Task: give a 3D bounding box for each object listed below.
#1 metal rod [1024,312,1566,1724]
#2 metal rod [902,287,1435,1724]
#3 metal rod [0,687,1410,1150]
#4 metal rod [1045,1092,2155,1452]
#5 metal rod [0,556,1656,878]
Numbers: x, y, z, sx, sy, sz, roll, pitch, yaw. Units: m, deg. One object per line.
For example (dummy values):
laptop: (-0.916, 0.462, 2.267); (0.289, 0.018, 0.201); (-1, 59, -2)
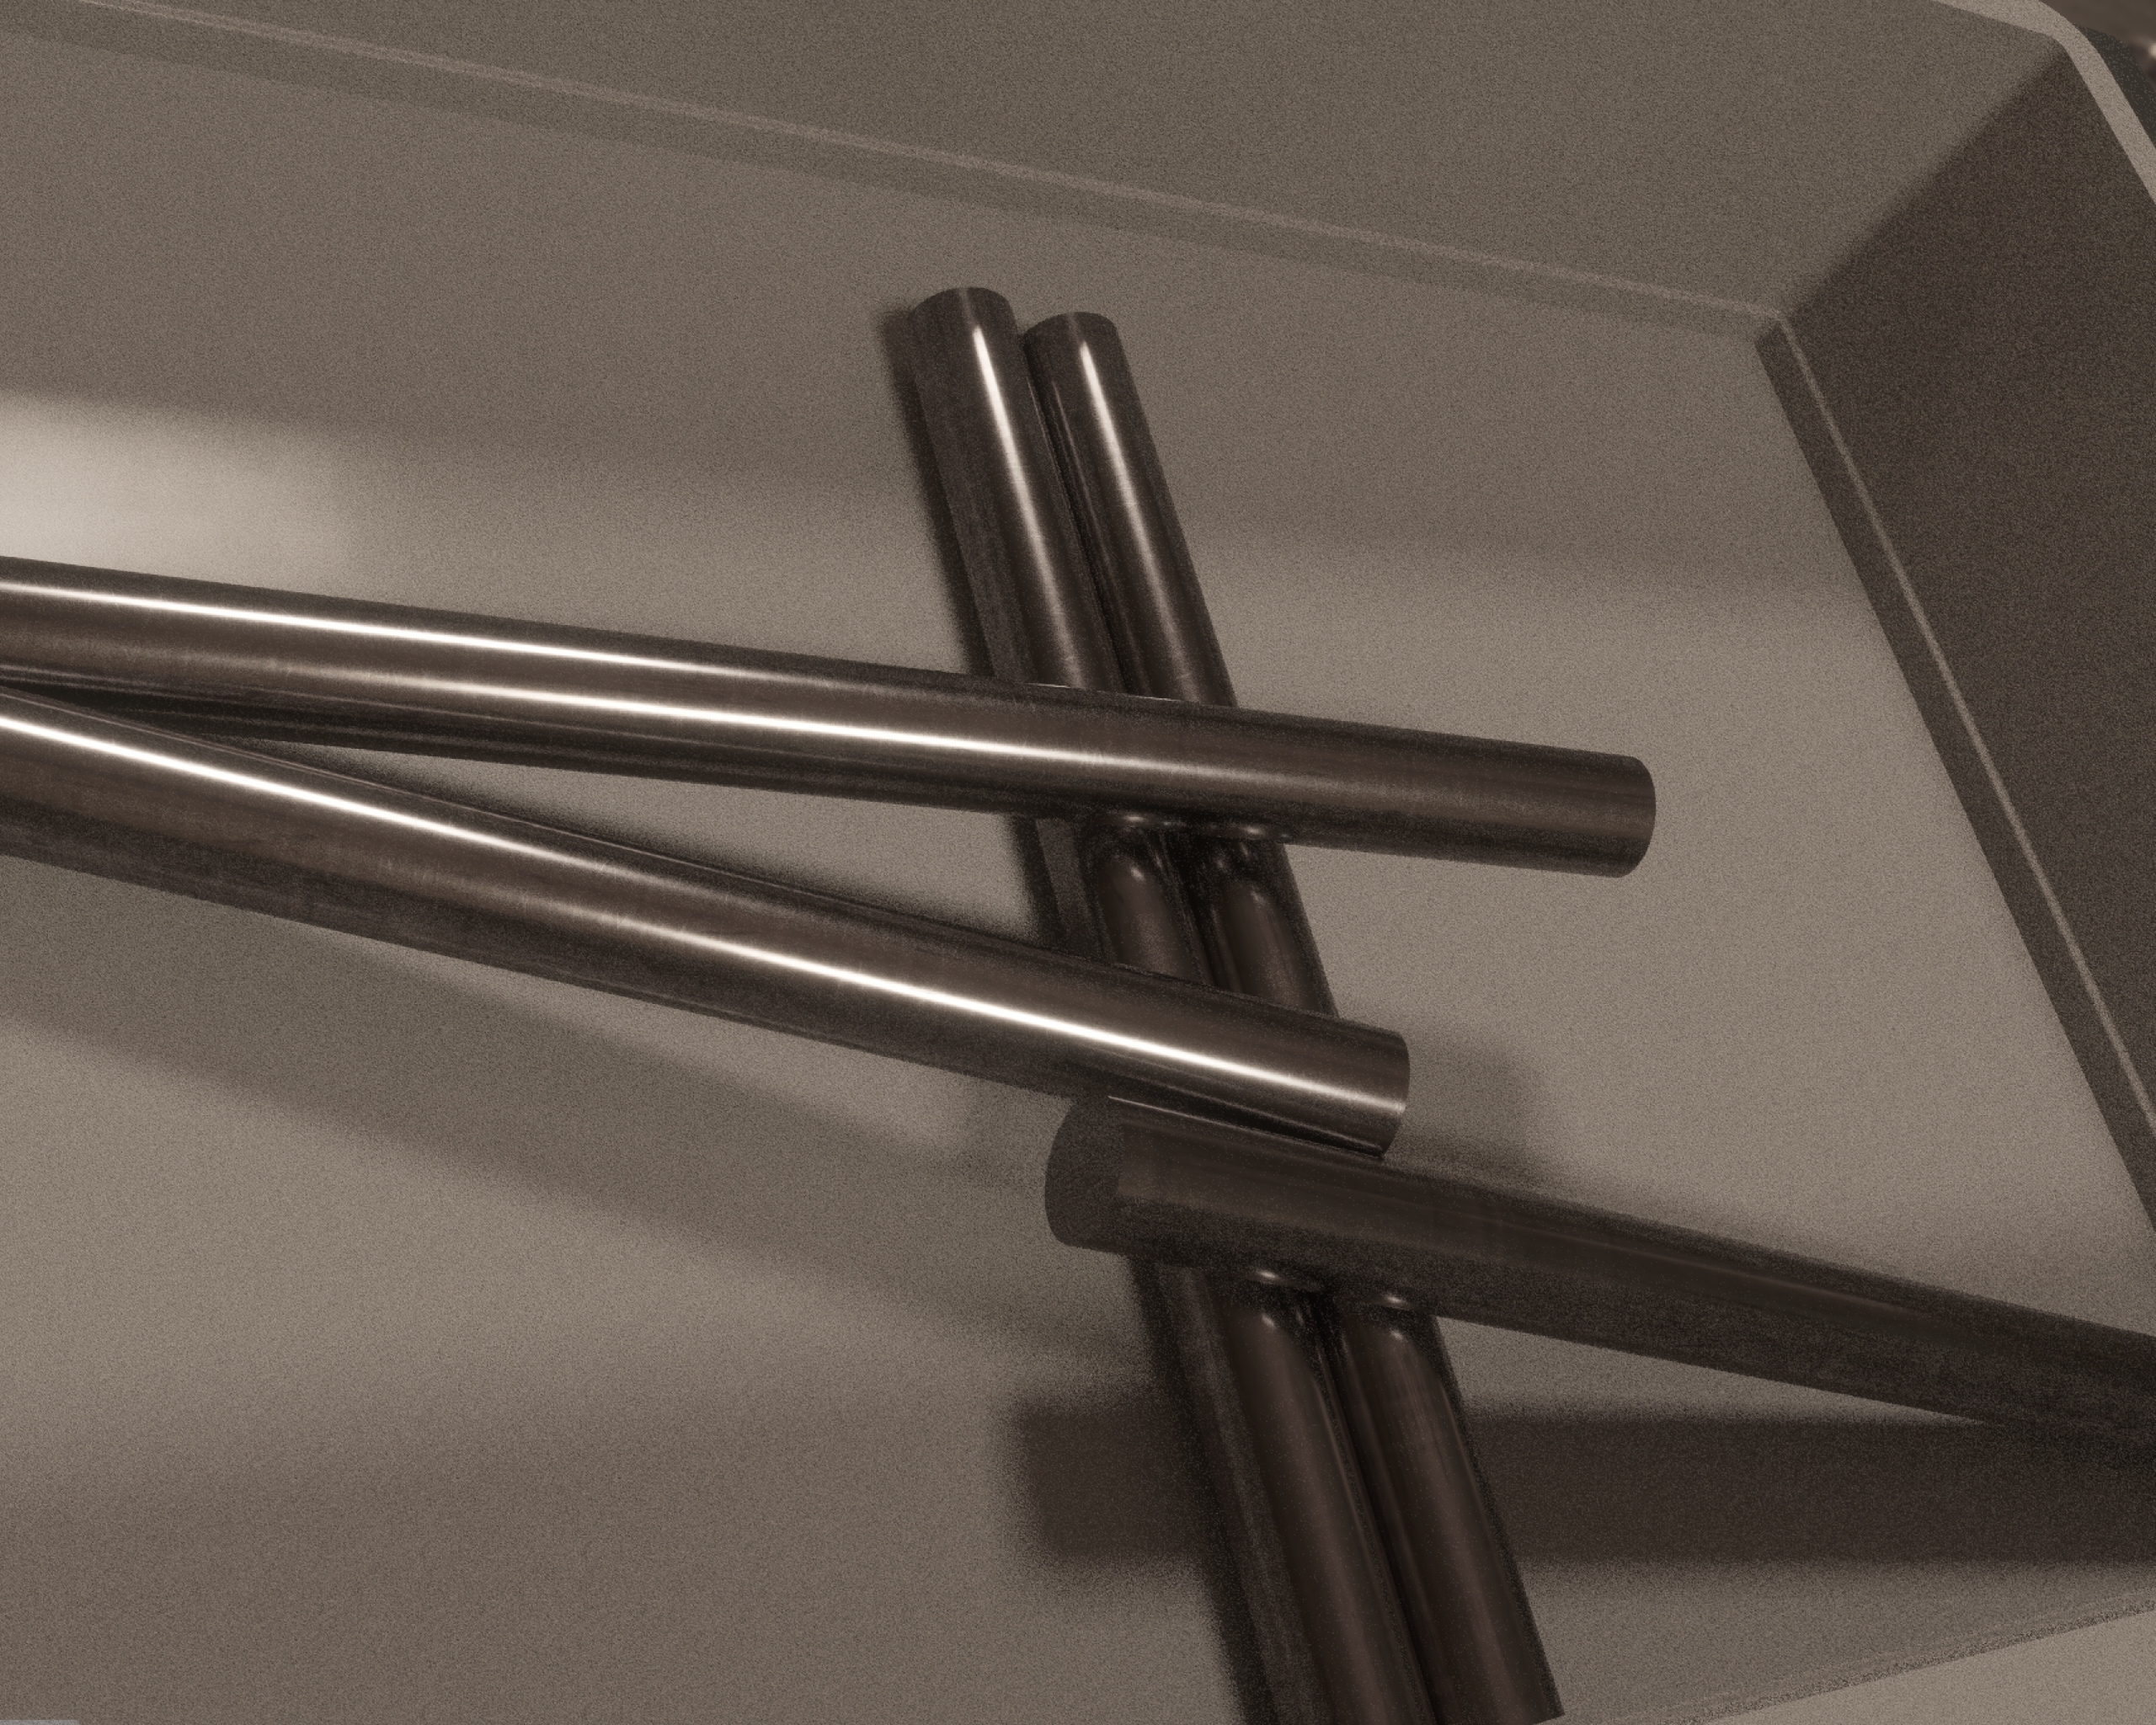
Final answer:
metal rod: (0.034, 0.015, 0.412); (0.025, 0.025, 0.299); (-1, 62, -29)
metal rod: (0.010, 0.013, 0.401); (0.025, 0.025, 0.299); (-1, 62, -29)
metal rod: (-0.088, 0.006, 0.338); (0.302, 0.025, 0.025); (15, 56, -14)
metal rod: (0.131, 0.086, 0.402); (0.302, 0.025, 0.025); (16, 55, -26)
metal rod: (-0.034, -0.023, 0.376); (0.302, 0.025, 0.025); (6, 59, -18)
